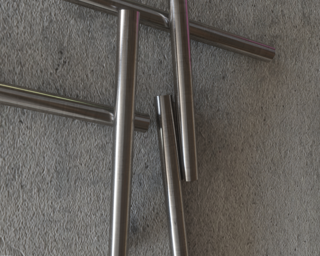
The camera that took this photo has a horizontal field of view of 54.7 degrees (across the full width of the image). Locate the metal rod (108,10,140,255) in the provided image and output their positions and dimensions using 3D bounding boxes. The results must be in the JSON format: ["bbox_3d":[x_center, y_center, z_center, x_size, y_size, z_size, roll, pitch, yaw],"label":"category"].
[{"bbox_3d":[-0.044,0.017,0.369,0.025,0.025,0.298,1,99,-20],"label":"metal rod"}]

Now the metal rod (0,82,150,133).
[{"bbox_3d":[-0.157,-0.035,0.351,0.302,0.025,0.025,12,86,-20],"label":"metal rod"}]

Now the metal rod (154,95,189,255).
[{"bbox_3d":[0.020,0.106,0.416,0.025,0.025,0.298,-7,93,-20],"label":"metal rod"}]

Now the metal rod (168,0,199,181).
[{"bbox_3d":[0.029,-0.078,0.399,0.025,0.025,0.298,-8,100,-20],"label":"metal rod"}]

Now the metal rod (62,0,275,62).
[{"bbox_3d":[0.027,-0.138,0.418,0.302,0.025,0.025,11,87,-20],"label":"metal rod"}]
